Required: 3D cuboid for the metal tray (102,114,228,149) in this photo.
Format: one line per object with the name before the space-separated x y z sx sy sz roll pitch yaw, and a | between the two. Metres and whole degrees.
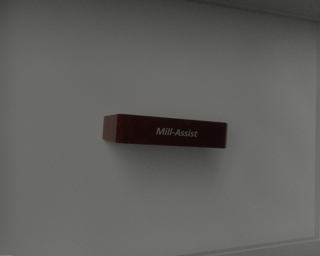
metal tray | 0.003 0.004 0.376 0.131 0.090 0.030 4 89 -20
